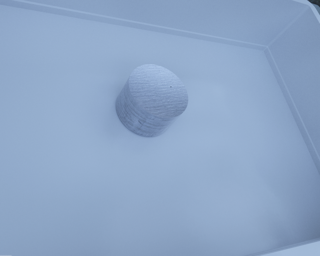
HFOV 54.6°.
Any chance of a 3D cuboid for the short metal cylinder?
[{"bbox_3d":[-0.011,-0.035,0.402,0.081,0.050,0.080,13,56,-21],"label":"short metal cylinder"}]
